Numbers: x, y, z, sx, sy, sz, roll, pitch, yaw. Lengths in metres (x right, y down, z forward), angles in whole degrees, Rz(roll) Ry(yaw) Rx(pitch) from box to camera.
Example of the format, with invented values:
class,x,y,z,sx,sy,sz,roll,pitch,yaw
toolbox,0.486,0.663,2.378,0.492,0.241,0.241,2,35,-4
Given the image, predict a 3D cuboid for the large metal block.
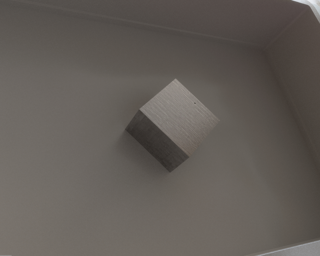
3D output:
class,x,y,z,sx,sy,sz,roll,pitch,yaw
large metal block,0.017,-0.004,0.401,0.080,0.050,0.080,44,51,2
